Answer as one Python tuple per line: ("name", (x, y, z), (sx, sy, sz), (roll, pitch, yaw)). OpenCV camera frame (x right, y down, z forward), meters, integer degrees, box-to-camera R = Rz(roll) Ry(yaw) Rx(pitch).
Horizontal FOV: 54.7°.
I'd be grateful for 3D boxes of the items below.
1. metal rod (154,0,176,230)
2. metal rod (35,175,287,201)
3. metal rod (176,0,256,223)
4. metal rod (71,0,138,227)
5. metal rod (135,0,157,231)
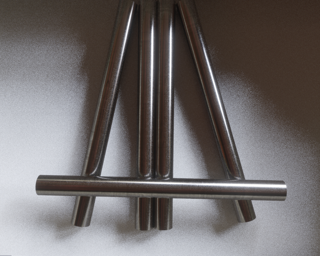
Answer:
("metal rod", (0.006, -0.018, 0.410), (0.025, 0.025, 0.298), (1, 90, 0))
("metal rod", (0.002, 0.074, 0.384), (0.302, 0.025, 0.025), (1, 90, 0))
("metal rod", (0.074, -0.023, 0.411), (0.025, 0.025, 0.298), (-16, 90, 0))
("metal rod", (-0.073, -0.020, 0.410), (0.025, 0.025, 0.298), (12, 90, 0))
("metal rod", (-0.018, -0.017, 0.410), (0.025, 0.025, 0.298), (1, 90, 0))
